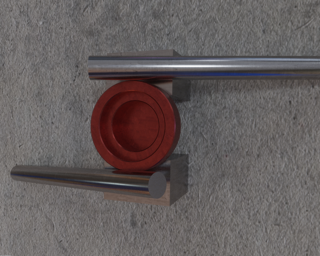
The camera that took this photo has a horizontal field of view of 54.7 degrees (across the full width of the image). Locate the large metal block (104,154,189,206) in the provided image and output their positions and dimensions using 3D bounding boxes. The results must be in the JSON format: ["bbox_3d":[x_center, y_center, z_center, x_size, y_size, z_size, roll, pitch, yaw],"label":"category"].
[{"bbox_3d":[-0.013,0.059,0.385,0.080,0.080,0.050,1,91,19],"label":"large metal block"}]

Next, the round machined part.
[{"bbox_3d":[-0.024,-0.002,0.346,0.098,0.042,0.097,0,90,19],"label":"round machined part"}]

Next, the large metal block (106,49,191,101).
[{"bbox_3d":[-0.011,-0.061,0.384,0.080,0.080,0.050,1,91,19],"label":"large metal block"}]

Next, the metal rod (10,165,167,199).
[{"bbox_3d":[-0.113,0.062,0.390,0.300,0.025,0.025,-5,89,42],"label":"metal rod"}]

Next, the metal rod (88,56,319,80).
[{"bbox_3d":[0.079,-0.063,0.325,0.302,0.025,0.025,-1,90,-3],"label":"metal rod"}]
